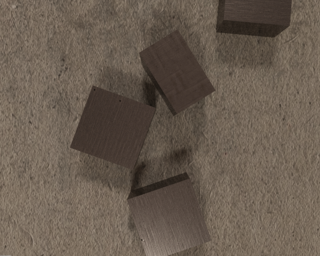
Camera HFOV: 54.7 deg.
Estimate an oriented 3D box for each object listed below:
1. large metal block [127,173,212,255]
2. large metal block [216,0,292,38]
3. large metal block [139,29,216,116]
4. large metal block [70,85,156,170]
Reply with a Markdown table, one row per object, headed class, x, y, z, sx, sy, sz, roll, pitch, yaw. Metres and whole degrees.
| class | x | y | z | sx | sy | sz | roll | pitch | yaw |
| --- | --- | --- | --- | --- | --- | --- | --- | --- | --- |
| large metal block | 0.011 | 0.111 | 0.398 | 0.080 | 0.050 | 0.080 | -19 | 90 | -1 |
| large metal block | 0.120 | -0.167 | 0.399 | 0.081 | 0.050 | 0.079 | 5 | 90 | -1 |
| large metal block | 0.019 | -0.063 | 0.383 | 0.050 | 0.080 | 0.080 | -32 | 90 | 0 |
| large metal block | -0.057 | -0.001 | 0.397 | 0.080 | 0.050 | 0.080 | 20 | 90 | -1 |
